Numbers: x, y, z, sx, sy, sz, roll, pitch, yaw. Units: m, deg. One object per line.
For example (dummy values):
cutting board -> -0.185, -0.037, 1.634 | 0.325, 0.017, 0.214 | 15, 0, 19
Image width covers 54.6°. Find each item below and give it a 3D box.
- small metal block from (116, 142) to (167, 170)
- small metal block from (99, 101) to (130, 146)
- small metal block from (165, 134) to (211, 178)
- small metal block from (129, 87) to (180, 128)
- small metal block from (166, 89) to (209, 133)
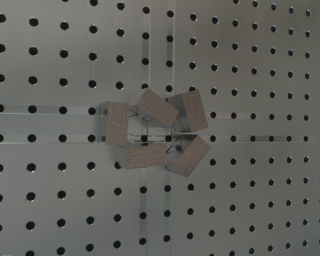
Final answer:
small metal block -> -0.025, 0.034, 0.390 | 0.050, 0.050, 0.025 | -5, 92, -20
small metal block -> -0.057, -0.005, 0.378 | 0.025, 0.050, 0.050 | 4, 89, -20
small metal block -> 0.033, 0.035, 0.410 | 0.025, 0.050, 0.050 | 44, 76, -14
small metal block -> -0.010, -0.024, 0.395 | 0.050, 0.050, 0.025 | 35, 80, -17
small metal block -> 0.035, -0.021, 0.411 | 0.025, 0.050, 0.050 | -17, 95, -19
